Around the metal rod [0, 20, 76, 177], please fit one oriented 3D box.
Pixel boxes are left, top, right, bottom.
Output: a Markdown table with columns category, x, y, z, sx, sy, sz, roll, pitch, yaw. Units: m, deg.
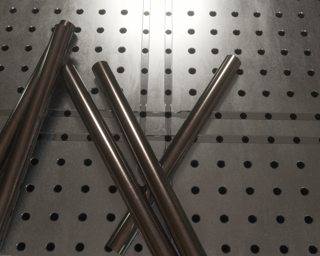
| category | x | y | z | sx | sy | sz | roll | pitch | yaw |
| --- | --- | --- | --- | --- | --- | --- | --- | --- | --- |
| metal rod | -0.185 | -0.021 | 0.416 | 0.025 | 0.025 | 0.299 | 17 | 71 | 6 |

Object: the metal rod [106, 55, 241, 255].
| category | x | y | z | sx | sy | sz | roll | pitch | yaw |
| --- | --- | --- | --- | --- | --- | --- | --- | --- | --- |
| metal rod | 0.027 | 0.022 | 0.403 | 0.025 | 0.025 | 0.300 | 30 | 72 | 10 |

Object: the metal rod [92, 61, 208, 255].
| category | x | y | z | sx | sy | sz | roll | pitch | yaw |
| --- | --- | --- | --- | --- | --- | --- | --- | --- | --- |
| metal rod | -0.021 | 0.031 | 0.377 | 0.025 | 0.025 | 0.299 | -24 | 64 | -9 |

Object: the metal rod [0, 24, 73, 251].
| category | x | y | z | sx | sy | sz | roll | pitch | yaw |
| --- | --- | --- | --- | --- | --- | --- | --- | --- | --- |
| metal rod | -0.167 | 0.003 | 0.395 | 0.025 | 0.025 | 0.299 | 12 | 75 | 4 |

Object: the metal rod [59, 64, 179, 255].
| category | x | y | z | sx | sy | sz | roll | pitch | yaw |
| --- | --- | --- | --- | --- | --- | --- | --- | --- | --- |
| metal rod | -0.059 | 0.033 | 0.380 | 0.025 | 0.025 | 0.299 | -28 | 66 | -10 |
